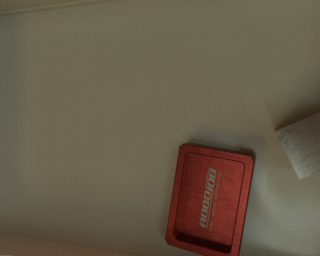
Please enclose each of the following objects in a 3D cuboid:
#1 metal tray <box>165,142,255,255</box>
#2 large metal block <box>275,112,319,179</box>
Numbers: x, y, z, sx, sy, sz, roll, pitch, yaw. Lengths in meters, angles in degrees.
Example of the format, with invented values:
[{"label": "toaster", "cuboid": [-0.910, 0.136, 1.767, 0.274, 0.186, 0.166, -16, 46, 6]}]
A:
[{"label": "metal tray", "cuboid": [0.062, 0.089, 0.385, 0.090, 0.030, 0.129, 9, 93, 19]}, {"label": "large metal block", "cuboid": [0.169, 0.009, 0.322, 0.080, 0.080, 0.050, -27, 82, 18]}]
